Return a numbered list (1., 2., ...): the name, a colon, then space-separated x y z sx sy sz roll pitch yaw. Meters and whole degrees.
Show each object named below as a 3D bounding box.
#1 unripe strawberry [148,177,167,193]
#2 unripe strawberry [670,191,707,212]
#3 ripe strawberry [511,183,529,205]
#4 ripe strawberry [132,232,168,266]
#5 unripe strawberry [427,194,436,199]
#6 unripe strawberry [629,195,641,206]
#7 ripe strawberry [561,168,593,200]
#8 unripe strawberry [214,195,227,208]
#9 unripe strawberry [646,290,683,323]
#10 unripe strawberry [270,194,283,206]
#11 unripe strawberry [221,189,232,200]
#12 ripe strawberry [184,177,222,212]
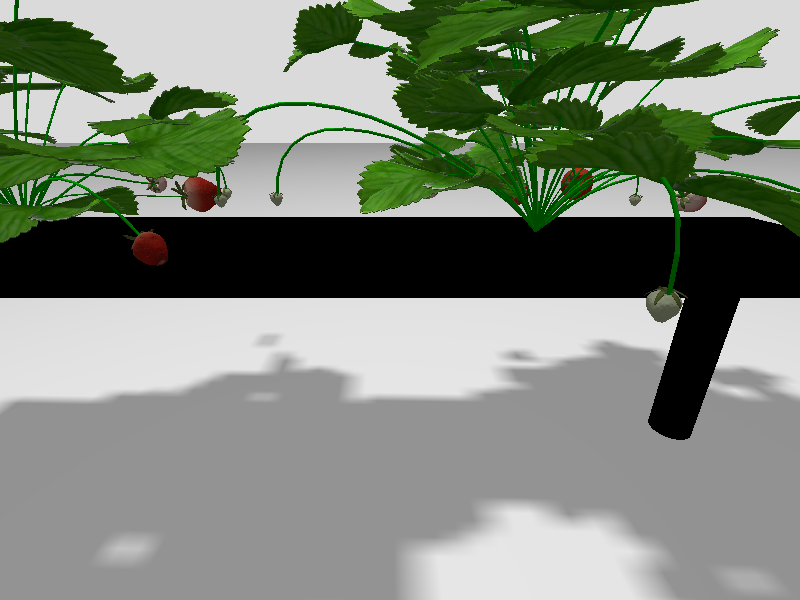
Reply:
1. unripe strawberry: -0.342 -0.166 0.567 0.025 0.028 0.027 -1 22 -3
2. unripe strawberry: 0.311 -0.109 0.429 0.033 0.029 0.033 -2 22 -26
3. ripe strawberry: 0.142 -0.130 0.486 0.027 0.028 0.029 3 23 8
4. ripe strawberry: -0.160 -0.032 0.258 0.020 0.022 0.022 -34 -14 -52
5. unripe strawberry: 0.035 -0.145 0.516 0.033 0.029 0.030 -10 14 -23
6. unripe strawberry: 0.256 -0.108 0.435 0.010 0.011 0.011 -15 27 -31
7. ripe strawberry: 0.229 -0.149 0.518 0.038 0.040 0.041 13 21 28
8. unripe strawberry: -0.148 -0.081 0.330 0.010 0.010 0.011 -1 23 -3
9. unripe strawberry: 0.115 0.003 0.176 0.013 0.014 0.014 1 23 1
10. unripe strawberry: -0.115 -0.094 0.374 0.011 0.011 0.010 3 23 7
11. unripe strawberry: -0.214 -0.130 0.493 0.013 0.014 0.014 16 28 34
12. ripe strawberry: -0.217 -0.117 0.443 0.039 0.038 0.036 -19 30 -39
